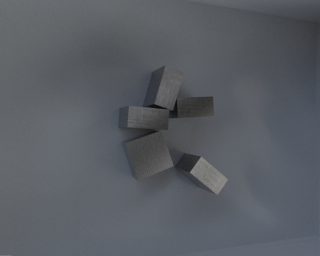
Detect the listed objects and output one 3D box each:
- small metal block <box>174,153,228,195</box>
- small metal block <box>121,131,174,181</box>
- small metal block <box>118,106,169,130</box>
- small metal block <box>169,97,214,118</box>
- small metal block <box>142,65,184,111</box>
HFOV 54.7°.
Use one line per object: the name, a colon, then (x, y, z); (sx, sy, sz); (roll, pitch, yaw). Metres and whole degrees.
small metal block: (0.054, 0.061, 0.417); (0.050, 0.050, 0.025); (40, 77, -16)
small metal block: (-0.016, 0.034, 0.404); (0.050, 0.025, 0.050); (-20, 97, -19)
small metal block: (-0.022, -0.012, 0.389); (0.050, 0.050, 0.025); (4, 89, -20)
small metal block: (0.036, -0.026, 0.410); (0.050, 0.050, 0.025); (-4, 92, -20)
small metal block: (0.003, -0.049, 0.398); (0.025, 0.050, 0.050); (18, 84, -19)
